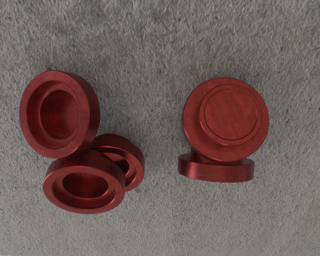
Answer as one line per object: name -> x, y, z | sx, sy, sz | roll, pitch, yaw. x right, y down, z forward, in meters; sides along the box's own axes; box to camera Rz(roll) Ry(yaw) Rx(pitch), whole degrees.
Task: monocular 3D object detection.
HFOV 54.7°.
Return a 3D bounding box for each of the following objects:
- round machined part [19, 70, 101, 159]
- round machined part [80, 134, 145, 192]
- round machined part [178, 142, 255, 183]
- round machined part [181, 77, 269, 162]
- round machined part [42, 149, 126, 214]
round machined part -> -0.110, -0.015, 0.359 | 0.098, 0.042, 0.097 | 1, 92, 23
round machined part -> -0.070, 0.046, 0.435 | 0.099, 0.042, 0.097 | 0, 130, 0
round machined part -> 0.073, 0.039, 0.407 | 0.099, 0.098, 0.042 | 3, 93, -3
round machined part -> 0.075, -0.011, 0.348 | 0.099, 0.098, 0.042 | 1, 169, -2
round machined part -> -0.093, 0.065, 0.394 | 0.099, 0.042, 0.097 | -1, 132, -1
